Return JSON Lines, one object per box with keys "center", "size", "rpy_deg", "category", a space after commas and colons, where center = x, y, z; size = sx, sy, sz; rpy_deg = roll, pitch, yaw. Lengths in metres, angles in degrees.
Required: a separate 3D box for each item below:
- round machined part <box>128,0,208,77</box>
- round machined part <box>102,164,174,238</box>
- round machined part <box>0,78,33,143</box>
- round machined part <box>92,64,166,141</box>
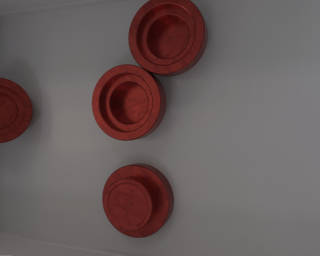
{"center": [0.013, -0.114, 0.397], "size": [0.098, 0.042, 0.097], "rpy_deg": [0, 90, 20], "category": "round machined part"}
{"center": [-0.034, 0.098, 0.414], "size": [0.098, 0.042, 0.097], "rpy_deg": [0, 90, 20], "category": "round machined part"}
{"center": [-0.247, -0.026, 0.471], "size": [0.099, 0.042, 0.097], "rpy_deg": [1, 88, -21], "category": "round machined part"}
{"center": [-0.038, -0.033, 0.414], "size": [0.098, 0.042, 0.097], "rpy_deg": [0, 91, 20], "category": "round machined part"}
